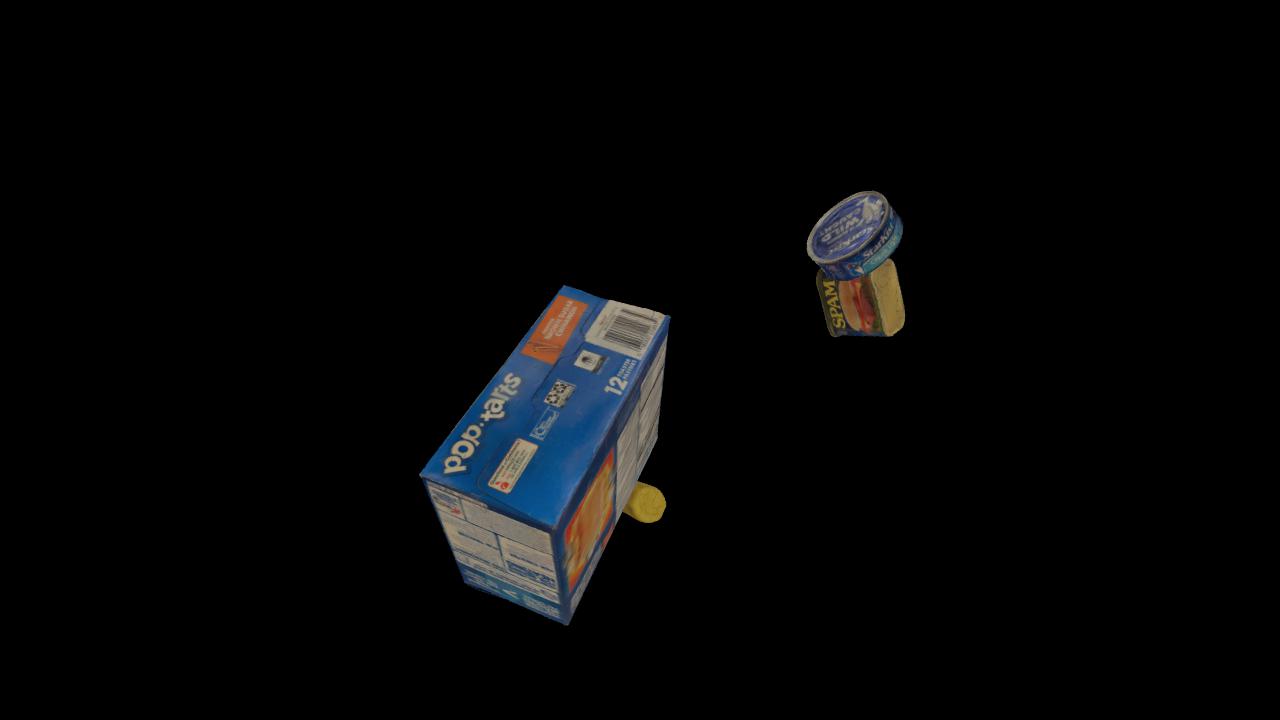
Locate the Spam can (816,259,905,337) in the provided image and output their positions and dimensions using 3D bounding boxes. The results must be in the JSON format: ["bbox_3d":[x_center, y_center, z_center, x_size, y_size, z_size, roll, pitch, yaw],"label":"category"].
[{"bbox_3d":[0.289,-0.080,0.803,0.058,0.101,0.085,-30,20,-30],"label":"Spam can"}]

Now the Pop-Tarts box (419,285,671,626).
[{"bbox_3d":[-0.050,0.061,0.410,0.083,0.167,0.141,18,-40,14],"label":"Pop-Tarts box"}]

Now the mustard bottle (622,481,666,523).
[{"bbox_3d":[-0.054,0.195,0.953,0.184,0.054,0.092,14,-11,37],"label":"mustard bottle"}]

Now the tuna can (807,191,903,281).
[{"bbox_3d":[0.203,-0.116,0.582,0.034,0.084,0.084,38,-20,-28],"label":"tuna can"}]
